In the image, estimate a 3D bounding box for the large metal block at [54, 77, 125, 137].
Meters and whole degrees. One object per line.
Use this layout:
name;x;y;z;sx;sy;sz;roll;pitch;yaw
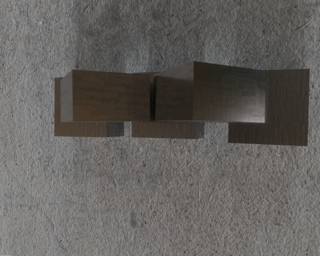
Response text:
large metal block;-0.097;-0.028;0.430;0.080;0.050;0.079;0;90;19

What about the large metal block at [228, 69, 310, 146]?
large metal block;0.123;-0.022;0.354;0.080;0.050;0.079;2;91;19

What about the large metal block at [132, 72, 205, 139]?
large metal block;0.012;-0.028;0.392;0.080;0.050;0.079;1;90;19

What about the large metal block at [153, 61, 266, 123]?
large metal block;0.047;-0.031;0.313;0.080;0.081;0.050;2;90;64

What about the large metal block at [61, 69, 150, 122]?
large metal block;-0.065;-0.032;0.349;0.081;0.080;0.050;-1;91;-26
